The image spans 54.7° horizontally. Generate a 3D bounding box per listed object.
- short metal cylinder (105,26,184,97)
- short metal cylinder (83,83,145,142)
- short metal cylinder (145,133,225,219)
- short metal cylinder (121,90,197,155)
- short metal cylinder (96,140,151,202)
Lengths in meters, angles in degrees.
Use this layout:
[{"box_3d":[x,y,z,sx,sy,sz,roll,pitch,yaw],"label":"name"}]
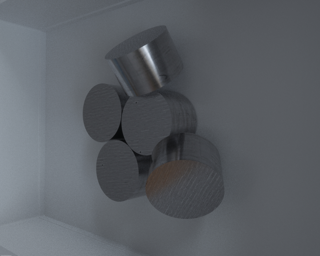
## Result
[{"box_3d":[-0.018,-0.081,0.373,0.080,0.080,0.050,-4,126,39],"label":"short metal cylinder"},{"box_3d":[-0.064,-0.021,0.438,0.080,0.050,0.079,0,90,39],"label":"short metal cylinder"},{"box_3d":[0.027,0.052,0.338,0.080,0.050,0.079,2,121,4],"label":"short metal cylinder"},{"box_3d":[-0.002,-0.007,0.388,0.080,0.050,0.079,0,90,39],"label":"short metal cylinder"},{"box_3d":[-0.041,0.055,0.419,0.080,0.050,0.079,0,90,39],"label":"short metal cylinder"}]
